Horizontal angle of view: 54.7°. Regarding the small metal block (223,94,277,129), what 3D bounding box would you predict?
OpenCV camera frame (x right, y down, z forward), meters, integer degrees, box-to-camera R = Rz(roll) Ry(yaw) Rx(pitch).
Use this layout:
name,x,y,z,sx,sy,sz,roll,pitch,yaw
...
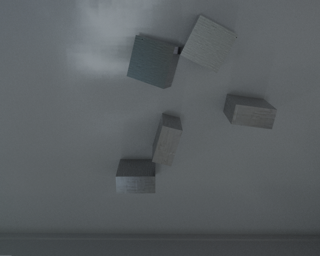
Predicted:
name,x,y,z,sx,sy,sz,roll,pitch,yaw
small metal block,0.112,-0.022,0.392,0.050,0.050,0.025,7,110,-3

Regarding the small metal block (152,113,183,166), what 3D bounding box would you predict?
name,x,y,z,sx,sy,sz,roll,pitch,yaw
small metal block,0.009,0.014,0.403,0.025,0.050,0.050,15,109,-6

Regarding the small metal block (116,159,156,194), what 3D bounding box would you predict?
name,x,y,z,sx,sy,sz,roll,pitch,yaw
small metal block,-0.031,0.065,0.421,0.050,0.050,0.025,0,110,-1

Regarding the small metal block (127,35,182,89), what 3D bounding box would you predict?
name,x,y,z,sx,sy,sz,roll,pitch,yaw
small metal block,-0.007,-0.080,0.372,0.050,0.025,0.050,21,110,16

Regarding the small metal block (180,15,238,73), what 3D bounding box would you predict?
name,x,y,z,sx,sy,sz,roll,pitch,yaw
small metal block,0.057,-0.102,0.375,0.050,0.025,0.050,24,108,-9
